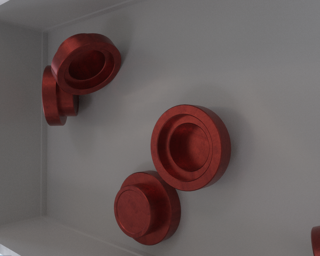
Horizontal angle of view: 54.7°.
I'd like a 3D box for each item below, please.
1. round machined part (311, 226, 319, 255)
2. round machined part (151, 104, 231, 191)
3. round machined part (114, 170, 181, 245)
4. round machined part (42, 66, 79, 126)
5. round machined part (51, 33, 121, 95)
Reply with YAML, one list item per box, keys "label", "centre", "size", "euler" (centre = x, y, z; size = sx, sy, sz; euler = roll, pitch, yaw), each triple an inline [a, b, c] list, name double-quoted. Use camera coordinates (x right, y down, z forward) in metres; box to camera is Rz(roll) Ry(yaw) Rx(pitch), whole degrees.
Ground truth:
- label: "round machined part"
  centre: [0.155, 0.120, 0.232]
  size: [0.042, 0.098, 0.098]
  euler: [-24, 75, 27]
- label: "round machined part"
  centre: [0.039, 0.022, 0.363]
  size: [0.098, 0.042, 0.097]
  euler: [0, 90, 40]
- label: "round machined part"
  centre: [-0.024, 0.108, 0.416]
  size: [0.098, 0.042, 0.097]
  euler: [0, 90, 40]
- label: "round machined part"
  centre: [-0.158, -0.052, 0.505]
  size: [0.098, 0.042, 0.097]
  euler: [180, 89, -83]
- label: "round machined part"
  centre: [-0.110, -0.097, 0.450]
  size: [0.098, 0.099, 0.042]
  euler: [-50, 61, 28]
